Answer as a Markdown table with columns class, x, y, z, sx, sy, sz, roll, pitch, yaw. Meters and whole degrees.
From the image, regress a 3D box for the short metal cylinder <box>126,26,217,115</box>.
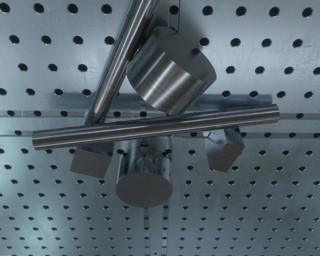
| class | x | y | z | sx | sy | sz | roll | pitch | yaw |
| --- | --- | --- | --- | --- | --- | --- | --- | --- | --- |
| short metal cylinder | 0.012 | -0.060 | 0.325 | 0.080 | 0.080 | 0.050 | 29 | 125 | -22 |

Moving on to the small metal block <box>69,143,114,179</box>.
| class | x | y | z | sx | sy | sz | roll | pitch | yaw |
| --- | --- | --- | --- | --- | --- | --- | --- | --- | --- |
| small metal block | -0.098 | 0.043 | 0.448 | 0.050 | 0.025 | 0.050 | 16 | 128 | -14 |

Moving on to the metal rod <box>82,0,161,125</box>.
| class | x | y | z | sx | sy | sz | roll | pitch | yaw |
| --- | --- | --- | --- | --- | --- | --- | --- | --- | --- |
| metal rod | -0.032 | -0.096 | 0.329 | 0.025 | 0.025 | 0.298 | 20 | 127 | -16 |

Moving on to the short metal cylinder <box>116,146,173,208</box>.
| class | x | y | z | sx | sy | sz | roll | pitch | yaw |
| --- | --- | --- | --- | --- | --- | --- | --- | --- | --- |
| short metal cylinder | -0.022 | 0.073 | 0.457 | 0.081 | 0.050 | 0.079 | 0 | 130 | 0 |

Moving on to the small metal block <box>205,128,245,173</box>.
| class | x | y | z | sx | sy | sz | roll | pitch | yaw |
| --- | --- | --- | --- | --- | --- | --- | --- | --- | --- |
| small metal block | 0.085 | 0.023 | 0.415 | 0.025 | 0.050 | 0.050 | 16 | 128 | -13 |

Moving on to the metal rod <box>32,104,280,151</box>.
| class | x | y | z | sx | sy | sz | roll | pitch | yaw |
| --- | --- | --- | --- | --- | --- | --- | --- | --- | --- |
| metal rod | -0.002 | -0.002 | 0.388 | 0.302 | 0.025 | 0.025 | -7 | 130 | -4 |
